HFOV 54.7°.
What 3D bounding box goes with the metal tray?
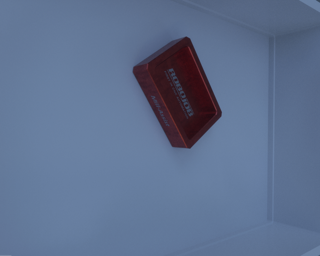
[{"bbox_3d":[0.029,-0.048,0.429,0.090,0.030,0.130,-42,116,-32],"label":"metal tray"}]
